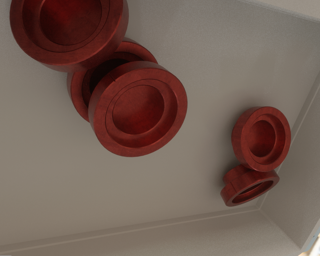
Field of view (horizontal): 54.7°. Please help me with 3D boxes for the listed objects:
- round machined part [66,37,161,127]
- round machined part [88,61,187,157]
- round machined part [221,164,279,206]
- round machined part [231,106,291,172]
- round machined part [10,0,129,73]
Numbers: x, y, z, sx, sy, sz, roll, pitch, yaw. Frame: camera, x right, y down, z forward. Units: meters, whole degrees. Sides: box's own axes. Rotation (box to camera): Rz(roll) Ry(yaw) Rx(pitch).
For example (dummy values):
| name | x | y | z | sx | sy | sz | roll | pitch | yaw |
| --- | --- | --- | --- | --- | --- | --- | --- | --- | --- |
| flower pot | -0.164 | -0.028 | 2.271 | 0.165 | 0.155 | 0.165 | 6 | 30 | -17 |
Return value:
| name | x | y | z | sx | sy | sz | roll | pitch | yaw |
| --- | --- | --- | --- | --- | --- | --- | --- | --- | --- |
| round machined part | -0.052 | -0.052 | 0.338 | 0.099 | 0.042 | 0.097 | -14 | 125 | -21 |
| round machined part | -0.025 | -0.022 | 0.317 | 0.099 | 0.042 | 0.097 | -14 | 125 | -21 |
| round machined part | 0.145 | 0.090 | 0.521 | 0.099 | 0.042 | 0.098 | -18 | 149 | -11 |
| round machined part | 0.150 | 0.015 | 0.476 | 0.099 | 0.042 | 0.097 | -2 | 94 | -26 |
| round machined part | -0.075 | -0.096 | 0.275 | 0.098 | 0.098 | 0.042 | -43 | 169 | 1 |
